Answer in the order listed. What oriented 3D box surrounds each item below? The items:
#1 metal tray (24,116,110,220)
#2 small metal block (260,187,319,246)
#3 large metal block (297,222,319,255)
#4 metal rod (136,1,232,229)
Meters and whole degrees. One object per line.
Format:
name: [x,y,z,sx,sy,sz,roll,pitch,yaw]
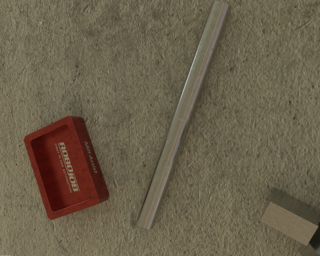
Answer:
metal tray: [-0.138,0.057,0.453,0.090,0.030,0.129,-23,83,18]
small metal block: [0.143,0.096,0.344,0.050,0.050,0.025,27,107,18]
large metal block: [0.204,0.124,0.308,0.080,0.050,0.080,31,101,-9]
metal rod: [0.028,-0.011,0.398,0.025,0.025,0.298,21,97,18]
